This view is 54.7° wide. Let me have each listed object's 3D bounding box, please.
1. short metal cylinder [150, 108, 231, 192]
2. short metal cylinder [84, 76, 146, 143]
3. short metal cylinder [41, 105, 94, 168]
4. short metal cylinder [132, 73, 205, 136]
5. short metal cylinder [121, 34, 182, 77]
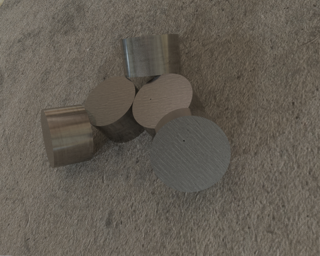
[{"bbox_3d":[0.031,0.021,0.333,0.080,0.080,0.050,-32,10,7],"label":"short metal cylinder"},{"bbox_3d":[-0.058,-0.026,0.435,0.080,0.050,0.080,-13,56,21],"label":"short metal cylinder"},{"bbox_3d":[-0.128,0.010,0.423,0.050,0.079,0.080,-11,45,-27],"label":"short metal cylinder"},{"bbox_3d":[0.012,-0.023,0.397,0.080,0.050,0.080,-13,56,21],"label":"short metal cylinder"},{"bbox_3d":[-0.012,-0.100,0.430,0.080,0.080,0.050,2,105,29],"label":"short metal cylinder"}]
